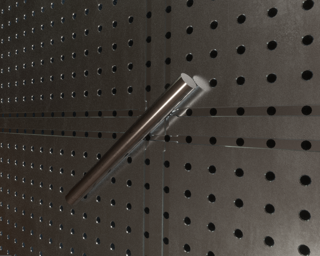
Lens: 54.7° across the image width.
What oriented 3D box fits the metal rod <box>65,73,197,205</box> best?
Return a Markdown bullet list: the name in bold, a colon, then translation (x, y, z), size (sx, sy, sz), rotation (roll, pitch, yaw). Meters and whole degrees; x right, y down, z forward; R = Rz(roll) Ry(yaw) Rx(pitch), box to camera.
- **metal rod**: translation (-0.057, 0.031, 0.454), size (0.299, 0.025, 0.025), rotation (-44, 64, 30)
